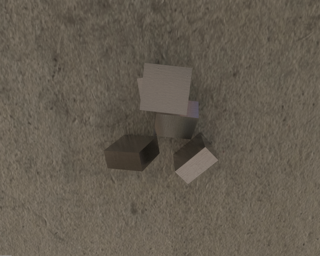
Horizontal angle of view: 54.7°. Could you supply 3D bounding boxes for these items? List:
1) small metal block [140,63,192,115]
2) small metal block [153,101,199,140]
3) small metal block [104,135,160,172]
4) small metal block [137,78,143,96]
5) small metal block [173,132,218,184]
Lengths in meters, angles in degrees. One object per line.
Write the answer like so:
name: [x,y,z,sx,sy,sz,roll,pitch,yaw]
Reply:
small metal block: [0.006,-0.042,0.339,0.050,0.025,0.050,7,97,1]
small metal block: [0.019,-0.011,0.393,0.050,0.025,0.050,6,147,-3]
small metal block: [-0.035,0.031,0.399,0.050,0.050,0.025,1,113,26]
small metal block: [0.002,-0.051,0.375,0.050,0.050,0.025,-9,96,3]
small metal block: [0.046,0.039,0.412,0.050,0.050,0.025,-41,105,13]
